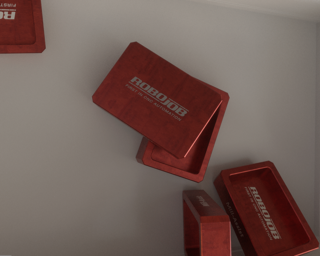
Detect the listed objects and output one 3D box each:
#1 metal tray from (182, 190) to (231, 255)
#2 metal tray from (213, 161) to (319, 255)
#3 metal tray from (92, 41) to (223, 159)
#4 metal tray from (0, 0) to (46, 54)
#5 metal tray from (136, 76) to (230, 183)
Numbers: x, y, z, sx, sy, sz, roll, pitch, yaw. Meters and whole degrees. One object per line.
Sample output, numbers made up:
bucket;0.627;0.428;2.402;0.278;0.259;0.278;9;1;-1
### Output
metal tray;0.052;0.132;0.372;0.030;0.130;0.089;-2;91;-4
metal tray;0.140;0.113;0.421;0.091;0.030;0.130;-8;56;-20
metal tray;-0.003;-0.033;0.377;0.130;0.030;0.090;33;84;5
metal tray;-0.194;-0.124;0.325;0.131;0.030;0.089;-6;106;-20
metal tray;0.032;-0.001;0.419;0.091;0.030;0.130;21;83;-19
